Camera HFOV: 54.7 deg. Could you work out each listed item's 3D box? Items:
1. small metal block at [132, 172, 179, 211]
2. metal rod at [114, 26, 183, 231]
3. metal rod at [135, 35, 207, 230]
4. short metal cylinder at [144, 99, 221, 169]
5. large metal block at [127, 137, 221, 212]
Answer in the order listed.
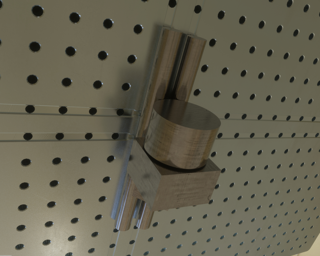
[{"bbox_3d":[-0.002,0.077,0.414,0.050,0.050,0.025,-46,154,-63],"label":"small metal block"},{"bbox_3d":[-0.022,0.018,0.414,0.025,0.025,0.298,1,118,-29],"label":"metal rod"},{"bbox_3d":[0.008,0.022,0.433,0.025,0.025,0.298,1,118,-29],"label":"metal rod"},{"bbox_3d":[0.025,0.005,0.367,0.081,0.080,0.050,1,118,-29],"label":"short metal cylinder"},{"bbox_3d":[0.014,0.053,0.385,0.081,0.080,0.050,0,118,-29],"label":"large metal block"}]
